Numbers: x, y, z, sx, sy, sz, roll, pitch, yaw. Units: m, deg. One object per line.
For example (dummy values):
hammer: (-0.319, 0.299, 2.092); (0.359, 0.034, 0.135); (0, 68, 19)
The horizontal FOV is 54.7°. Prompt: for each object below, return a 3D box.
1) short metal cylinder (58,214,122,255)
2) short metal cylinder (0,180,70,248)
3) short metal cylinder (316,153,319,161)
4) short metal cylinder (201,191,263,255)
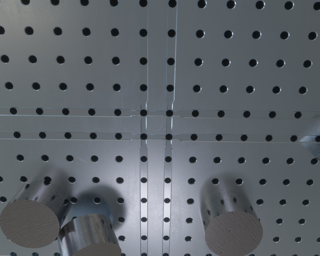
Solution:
short metal cylinder: (-0.101, 0.170, 0.444); (0.081, 0.050, 0.079); (-15, 131, -18)
short metal cylinder: (-0.177, 0.123, 0.444); (0.081, 0.050, 0.079); (0, 110, 0)
short metal cylinder: (0.254, 0.051, 0.405); (0.080, 0.080, 0.050); (42, 105, -14)
short metal cylinder: (0.102, 0.140, 0.452); (0.081, 0.050, 0.079); (0, 110, 0)
